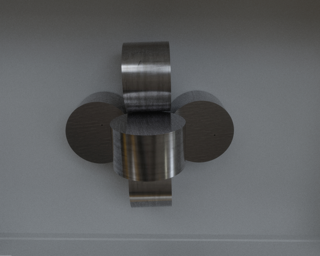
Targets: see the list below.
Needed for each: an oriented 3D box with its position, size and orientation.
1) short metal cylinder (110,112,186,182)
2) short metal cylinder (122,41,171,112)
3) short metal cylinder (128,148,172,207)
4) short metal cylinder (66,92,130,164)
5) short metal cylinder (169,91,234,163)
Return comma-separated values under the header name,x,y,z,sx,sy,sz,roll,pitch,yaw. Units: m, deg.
name,x,y,z,sx,sy,sz,roll,pitch,yaw
short metal cylinder,-0.012,0.017,0.339,0.080,0.080,0.050,-1,110,0
short metal cylinder,-0.014,-0.059,0.358,0.050,0.080,0.079,-2,110,0
short metal cylinder,-0.012,0.062,0.403,0.050,0.080,0.079,-2,110,0
short metal cylinder,-0.073,-0.002,0.395,0.081,0.050,0.079,0,110,0
short metal cylinder,0.049,-0.003,0.395,0.081,0.050,0.079,0,110,0
